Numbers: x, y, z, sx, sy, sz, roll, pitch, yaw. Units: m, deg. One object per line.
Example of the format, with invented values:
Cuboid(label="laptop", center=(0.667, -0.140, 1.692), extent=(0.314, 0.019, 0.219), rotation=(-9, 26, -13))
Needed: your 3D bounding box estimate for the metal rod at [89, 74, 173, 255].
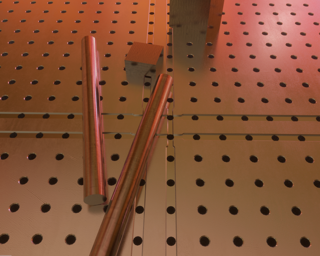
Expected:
Cuboid(label="metal rod", center=(-0.028, 0.039, 0.374), extent=(0.025, 0.025, 0.300), rotation=(11, 51, 9))

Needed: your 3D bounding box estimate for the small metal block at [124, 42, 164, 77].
Cuboid(label="small metal block", center=(-0.025, -0.112, 0.501), extent=(0.050, 0.025, 0.050), rotation=(11, 51, 9))

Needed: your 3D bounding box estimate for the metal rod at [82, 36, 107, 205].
Cuboid(label="metal rod", center=(-0.096, -0.034, 0.435), extent=(0.025, 0.025, 0.300), rotation=(-7, 50, -6))

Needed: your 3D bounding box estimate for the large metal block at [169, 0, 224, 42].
Cuboid(label="large metal block", center=(0.064, -0.214, 0.552), extent=(0.080, 0.080, 0.050), rotation=(30, 56, 22))
